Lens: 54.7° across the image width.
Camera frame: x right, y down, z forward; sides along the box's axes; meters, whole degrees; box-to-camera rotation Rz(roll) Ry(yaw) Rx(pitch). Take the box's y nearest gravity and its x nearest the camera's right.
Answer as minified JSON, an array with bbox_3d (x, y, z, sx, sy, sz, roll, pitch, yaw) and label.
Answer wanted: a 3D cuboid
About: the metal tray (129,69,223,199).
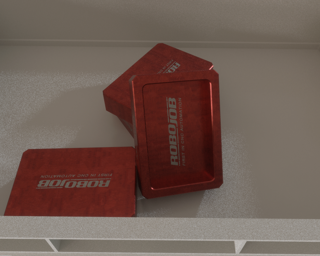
[{"bbox_3d":[0.018,0.005,0.335,0.091,0.129,0.030,-6,11,-12],"label":"metal tray"}]

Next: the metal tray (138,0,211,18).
[{"bbox_3d":[0.031,-0.277,0.637,0.131,0.030,0.090,-27,55,-21],"label":"metal tray"}]

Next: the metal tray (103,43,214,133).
[{"bbox_3d":[0.001,-0.056,0.409,0.090,0.030,0.131,27,55,21],"label":"metal tray"}]

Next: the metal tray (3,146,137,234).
[{"bbox_3d":[-0.092,0.066,0.345,0.131,0.030,0.090,-1,50,-2],"label":"metal tray"}]

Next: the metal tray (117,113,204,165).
[{"bbox_3d":[0.001,-0.016,0.415,0.091,0.030,0.130,-26,55,-21],"label":"metal tray"}]
